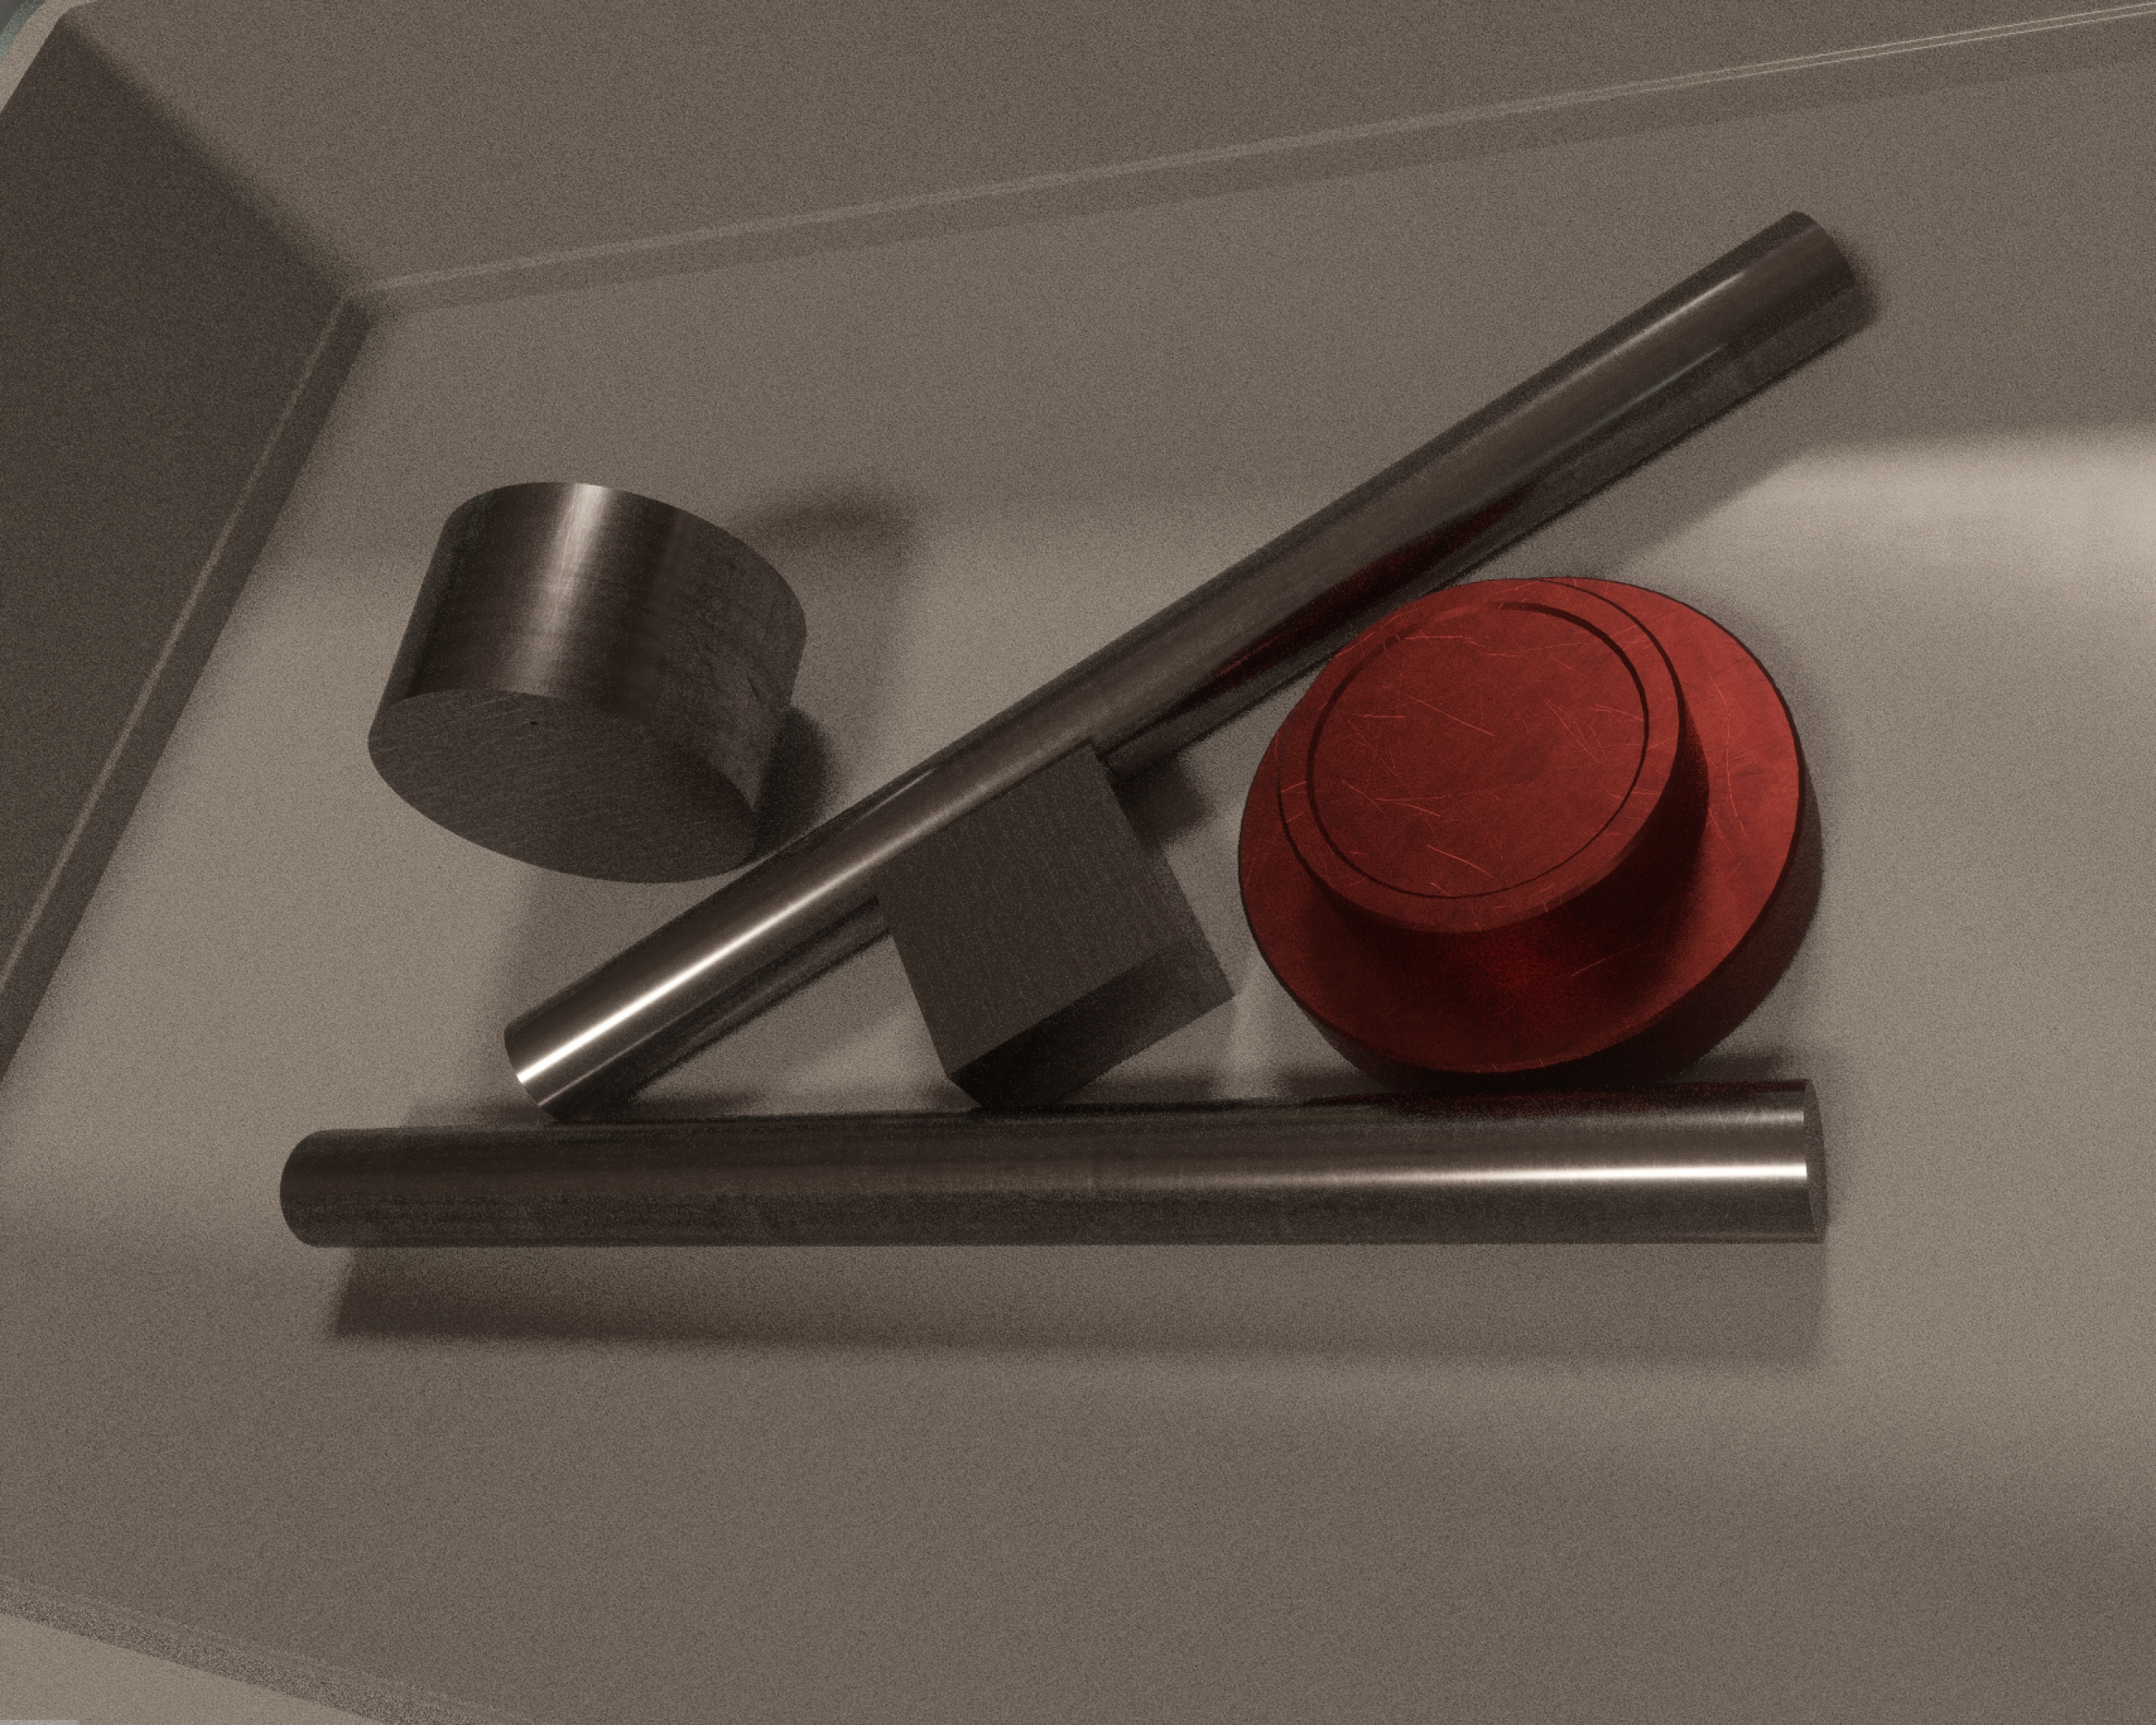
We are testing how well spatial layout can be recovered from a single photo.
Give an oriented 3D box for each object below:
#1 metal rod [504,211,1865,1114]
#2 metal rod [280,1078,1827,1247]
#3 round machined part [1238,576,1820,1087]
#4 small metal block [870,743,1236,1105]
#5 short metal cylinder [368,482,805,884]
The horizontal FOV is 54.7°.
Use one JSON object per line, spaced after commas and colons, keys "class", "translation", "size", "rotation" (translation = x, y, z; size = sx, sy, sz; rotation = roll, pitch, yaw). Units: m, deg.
{"class": "metal rod", "translation": [0.016, -0.035, 0.416], "size": [0.300, 0.025, 0.025], "rotation": [-32, 52, 7]}
{"class": "metal rod", "translation": [-0.024, 0.057, 0.380], "size": [0.301, 0.025, 0.025], "rotation": [-5, 60, 25]}
{"class": "round machined part", "translation": [0.073, -0.010, 0.358], "size": [0.098, 0.042, 0.098], "rotation": [-13, 56, 20]}
{"class": "small metal block", "translation": [-0.006, 0.014, 0.396], "size": [0.050, 0.025, 0.050], "rotation": [-31, 52, 8]}
{"class": "short metal cylinder", "translation": [-0.103, -0.036, 0.443], "size": [0.080, 0.080, 0.050], "rotation": [-5, 60, 25]}
